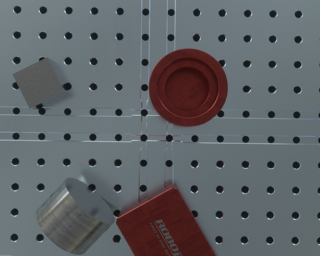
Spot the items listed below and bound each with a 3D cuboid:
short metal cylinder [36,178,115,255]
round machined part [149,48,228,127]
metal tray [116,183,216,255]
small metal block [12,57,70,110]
[{"bbox_3d":[-0.103,0.108,0.385,0.080,0.080,0.050,43,90,0],"label":"short metal cylinder"},{"bbox_3d":[0.035,-0.050,0.405,0.099,0.042,0.097,0,90,0],"label":"round machined part"},{"bbox_3d":[0.013,0.152,0.411,0.090,0.030,0.130,-30,90,0],"label":"metal tray"},{"bbox_3d":[-0.157,-0.058,0.412,0.050,0.025,0.050,-26,90,0],"label":"small metal block"}]
